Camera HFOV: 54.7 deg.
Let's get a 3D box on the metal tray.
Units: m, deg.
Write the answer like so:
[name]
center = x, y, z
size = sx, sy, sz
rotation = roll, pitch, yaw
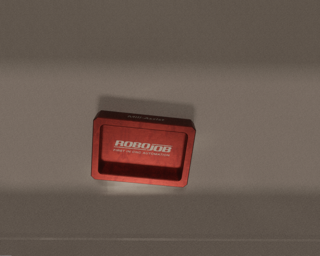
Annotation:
[metal tray]
center = -0.023, 0.029, 0.418
size = 0.131, 0.030, 0.089
rotation = 6, 110, -3
